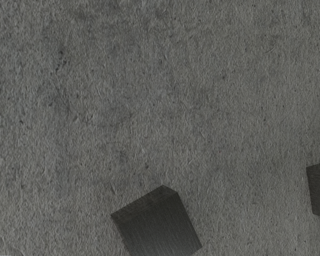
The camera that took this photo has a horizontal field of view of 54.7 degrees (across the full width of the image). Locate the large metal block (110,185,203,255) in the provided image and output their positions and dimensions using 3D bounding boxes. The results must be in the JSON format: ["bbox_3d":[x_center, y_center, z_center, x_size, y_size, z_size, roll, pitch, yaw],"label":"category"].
[{"bbox_3d":[-0.005,0.131,0.394,0.081,0.050,0.080,-27,99,-18],"label":"large metal block"}]

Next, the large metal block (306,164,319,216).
[{"bbox_3d":[0.285,0.100,0.485,0.050,0.080,0.080,-11,94,-20],"label":"large metal block"}]
